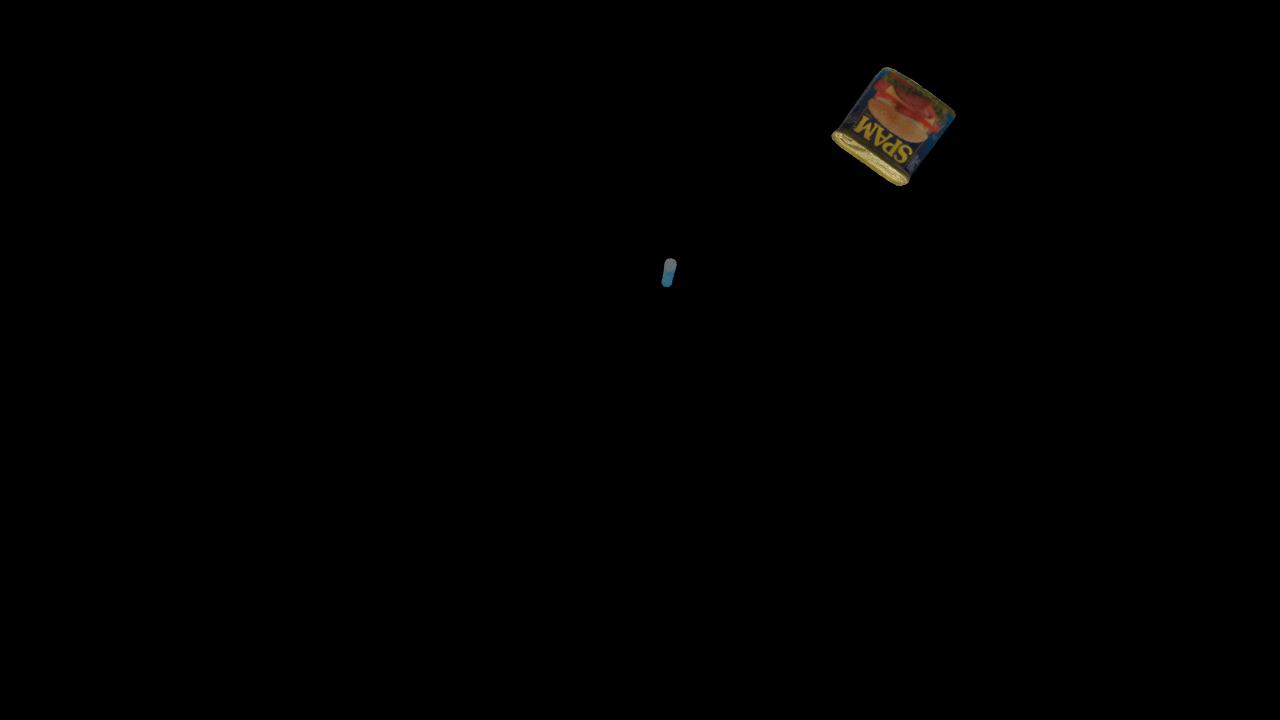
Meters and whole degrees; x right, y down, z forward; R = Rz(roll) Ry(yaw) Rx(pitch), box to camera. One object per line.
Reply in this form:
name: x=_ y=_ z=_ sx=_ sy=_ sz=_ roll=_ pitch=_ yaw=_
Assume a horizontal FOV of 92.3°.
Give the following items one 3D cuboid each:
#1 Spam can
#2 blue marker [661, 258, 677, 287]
Spam can: x=0.284 y=-0.261 z=0.691 sx=0.101 sy=0.085 sz=0.058 roll=35 pitch=12 yaw=-1
blue marker: x=0.046 y=-0.140 z=0.996 sx=0.020 sy=0.020 sz=0.121 roll=0 pitch=-6 yaw=0
